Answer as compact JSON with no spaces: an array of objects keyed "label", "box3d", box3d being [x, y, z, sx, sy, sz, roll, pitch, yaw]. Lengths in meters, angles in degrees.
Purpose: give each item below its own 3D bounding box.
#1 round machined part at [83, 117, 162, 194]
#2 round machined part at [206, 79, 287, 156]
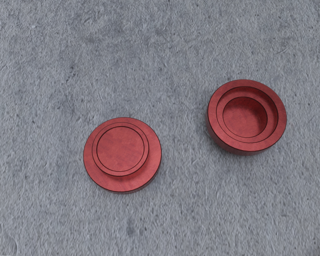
[{"label":"round machined part","box3d":[-0.047,0.031,0.387,0.099,0.042,0.098,0,70,0]},{"label":"round machined part","box3d":[0.108,-0.011,0.404,0.099,0.042,0.098,0,70,0]}]
